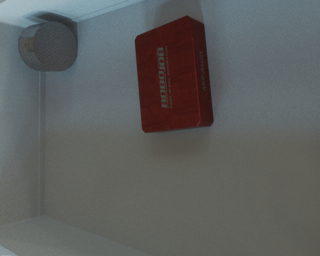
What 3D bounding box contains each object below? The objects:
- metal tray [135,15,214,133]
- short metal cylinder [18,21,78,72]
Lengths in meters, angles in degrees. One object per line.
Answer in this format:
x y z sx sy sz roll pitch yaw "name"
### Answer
0.015 -0.062 0.389 0.090 0.030 0.129 -8 85 39 "metal tray"
-0.188 -0.136 0.523 0.050 0.081 0.079 8 95 39 "short metal cylinder"
